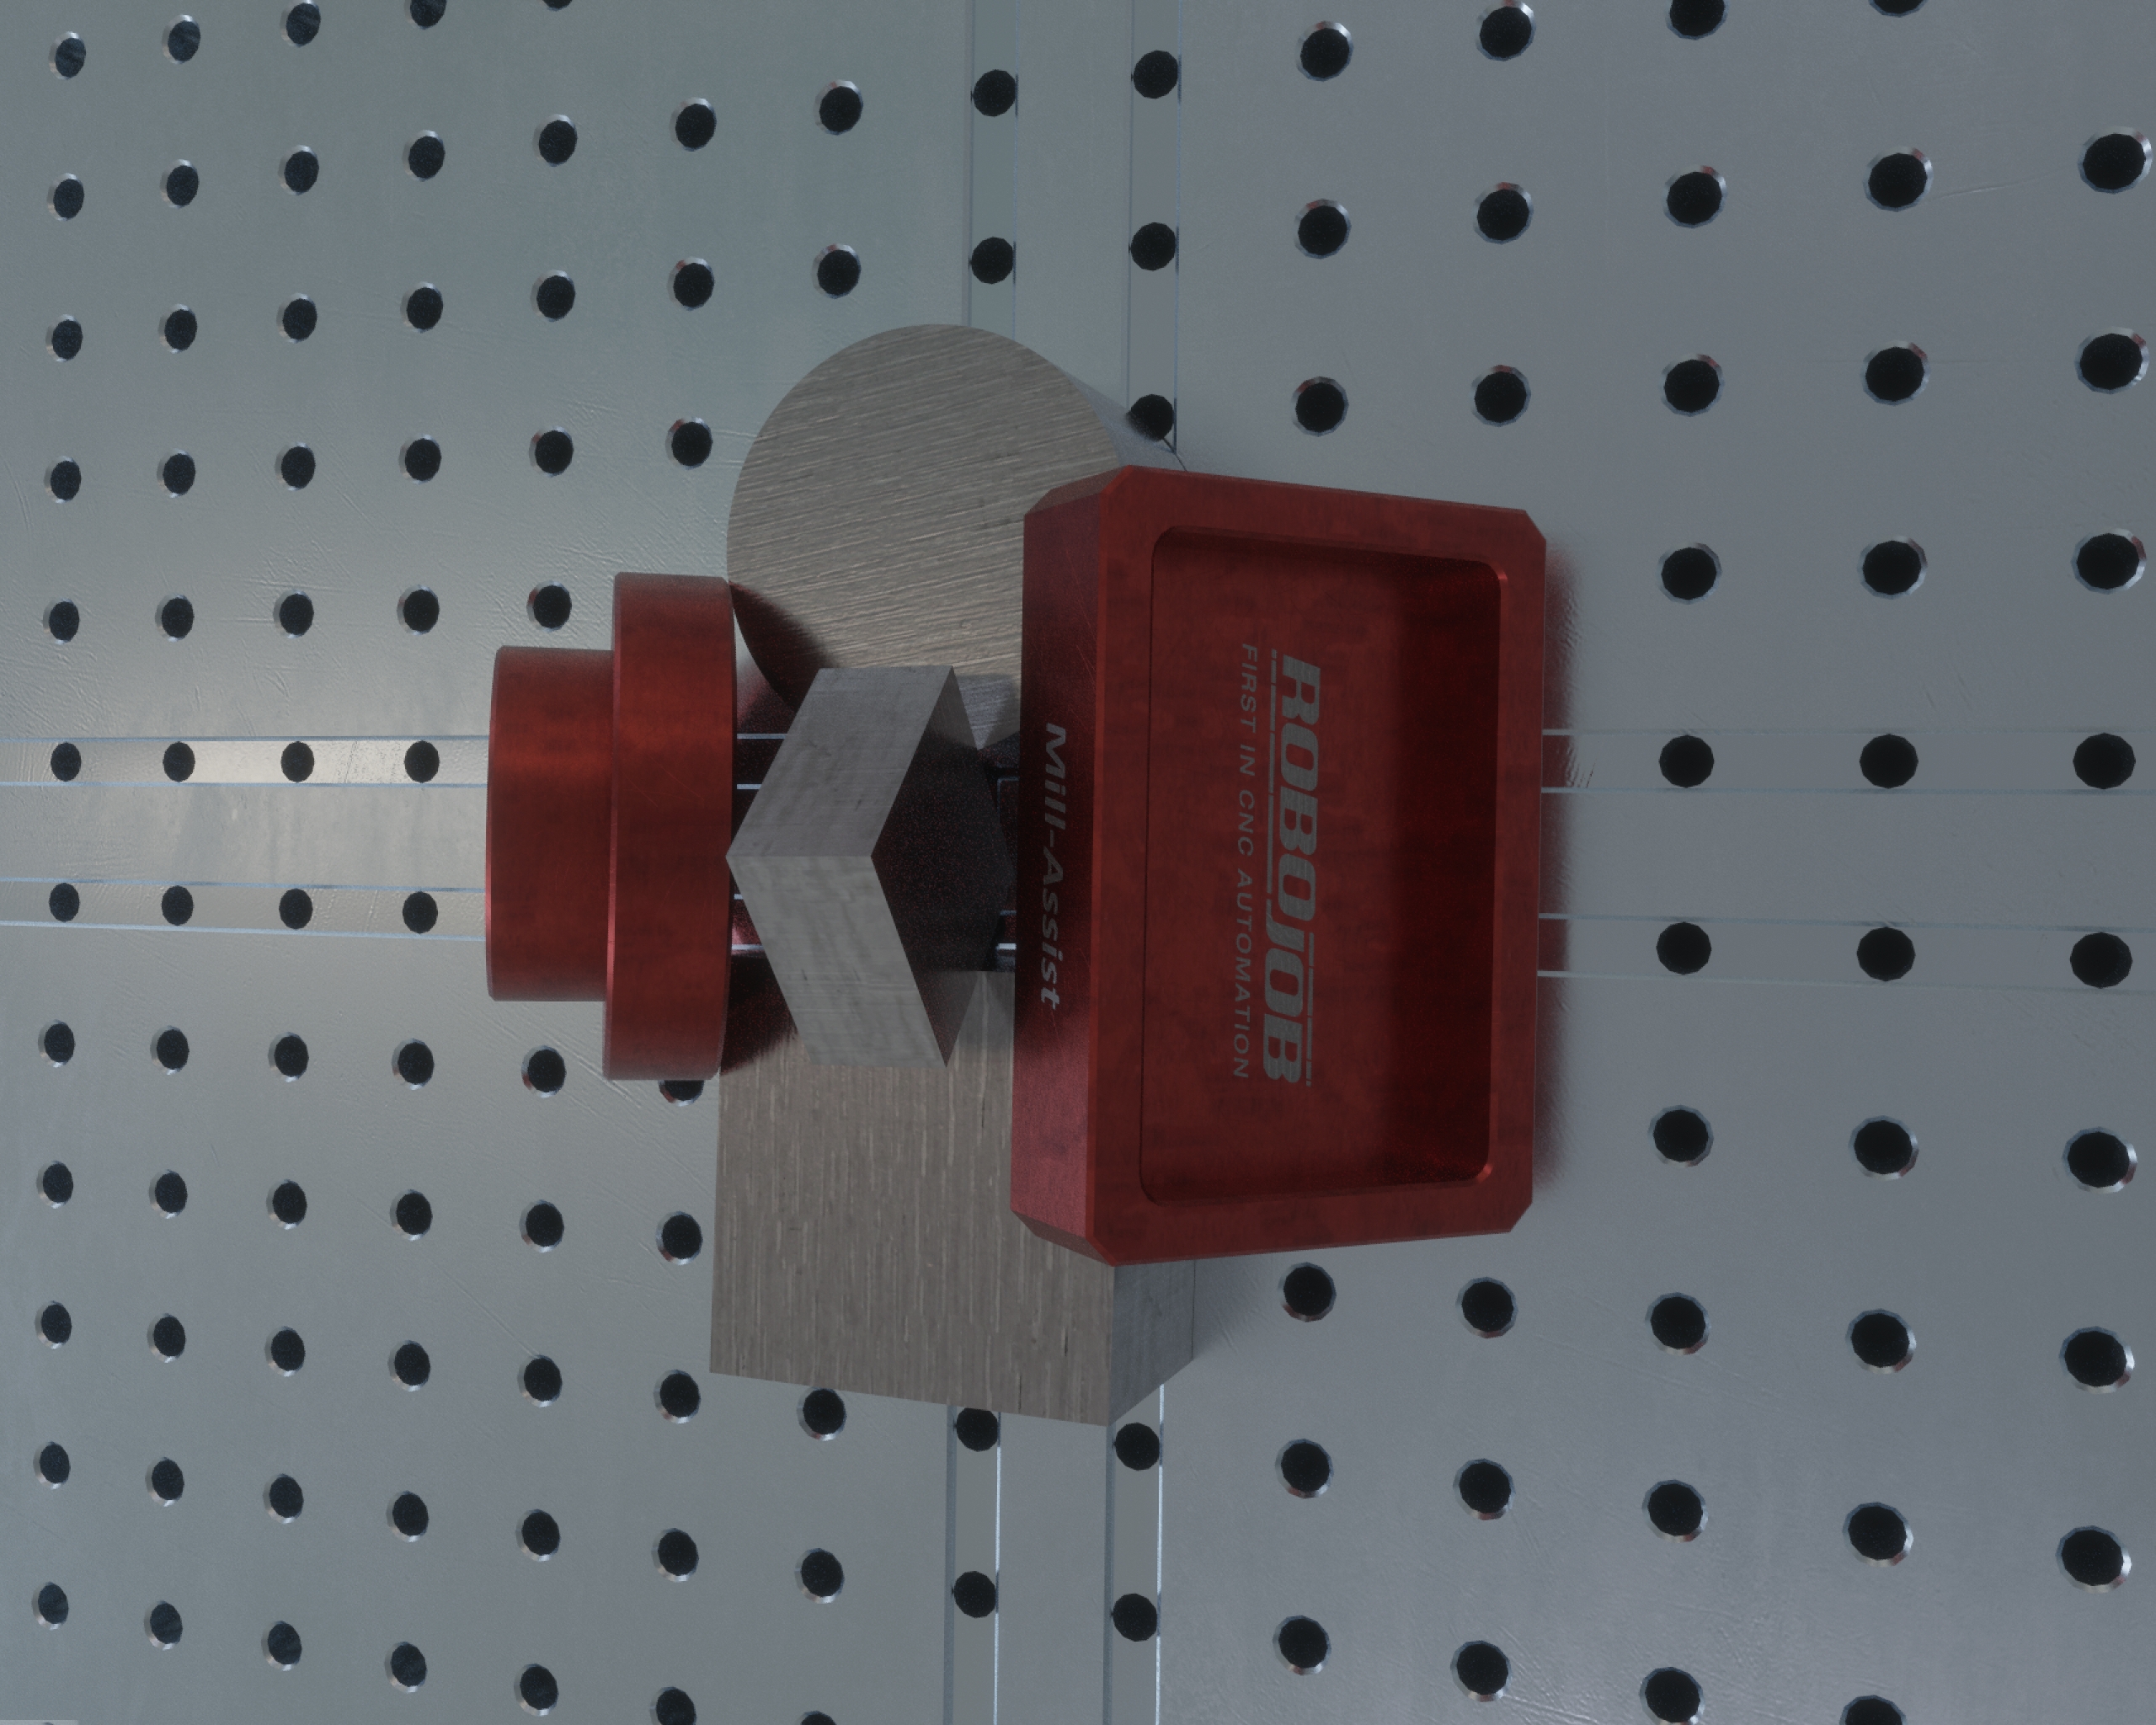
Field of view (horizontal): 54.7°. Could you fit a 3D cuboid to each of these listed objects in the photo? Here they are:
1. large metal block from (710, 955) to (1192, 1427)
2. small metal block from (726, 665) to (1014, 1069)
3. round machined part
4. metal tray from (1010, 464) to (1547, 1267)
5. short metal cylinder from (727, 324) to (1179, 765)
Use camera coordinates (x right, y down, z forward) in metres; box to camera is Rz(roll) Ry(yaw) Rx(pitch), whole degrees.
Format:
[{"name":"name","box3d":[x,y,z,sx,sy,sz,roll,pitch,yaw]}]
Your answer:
[{"name":"large metal block","box3d":[-0.022,0.059,0.407,0.080,0.050,0.080,2,91,20]},{"name":"small metal block","box3d":[-0.034,0.001,0.366,0.025,0.050,0.050,0,132,17]},{"name":"round machined part","box3d":[-0.091,-0.007,0.402,0.042,0.098,0.097,1,91,-13]},{"name":"metal tray","box3d":[0.036,0.001,0.367,0.030,0.091,0.129,2,91,63]},{"name":"short metal cylinder","box3d":[-0.020,-0.059,0.405,0.080,0.050,0.080,0,90,20]}]
